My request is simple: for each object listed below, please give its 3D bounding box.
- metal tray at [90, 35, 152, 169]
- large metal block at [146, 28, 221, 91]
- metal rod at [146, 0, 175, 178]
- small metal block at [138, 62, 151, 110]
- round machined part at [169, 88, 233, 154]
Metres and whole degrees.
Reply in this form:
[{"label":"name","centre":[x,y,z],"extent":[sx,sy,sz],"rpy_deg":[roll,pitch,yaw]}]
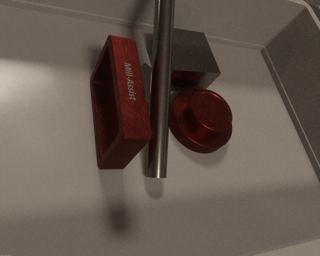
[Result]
[{"label":"metal tray","centre":[-0.050,-0.028,0.355],"extent":[0.030,0.090,0.130],"rpy_deg":[3,60,-27]},{"label":"large metal block","centre":[0.034,-0.103,0.473],"extent":[0.081,0.050,0.080],"rpy_deg":[-2,63,-30]},{"label":"metal rod","centre":[0.003,-0.090,0.384],"extent":[0.025,0.025,0.298],"rpy_deg":[5,85,-26]},{"label":"small metal block","centre":[-0.020,-0.056,0.430],"extent":[0.050,0.025,0.050],"rpy_deg":[40,51,-1]},{"label":"round machined part","centre":[0.063,-0.016,0.441],"extent":[0.099,0.042,0.098],"rpy_deg":[14,56,-21]}]
